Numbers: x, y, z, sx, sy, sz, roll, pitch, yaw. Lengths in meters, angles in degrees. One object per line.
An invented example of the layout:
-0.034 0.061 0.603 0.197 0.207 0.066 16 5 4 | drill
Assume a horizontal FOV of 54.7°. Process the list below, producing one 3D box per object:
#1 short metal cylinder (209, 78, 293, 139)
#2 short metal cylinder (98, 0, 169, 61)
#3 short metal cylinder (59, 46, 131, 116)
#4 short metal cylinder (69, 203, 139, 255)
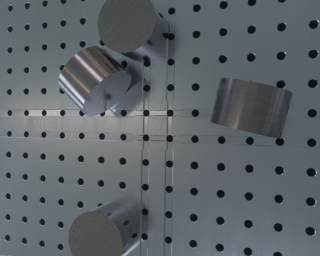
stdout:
0.101 -0.022 0.348 0.080 0.080 0.050 15 95 19 | short metal cylinder
-0.034 -0.134 0.411 0.080 0.050 0.079 0 90 20 | short metal cylinder
-0.085 -0.062 0.413 0.050 0.080 0.080 46 104 14 | short metal cylinder
-0.076 0.148 0.426 0.080 0.050 0.079 0 90 20 | short metal cylinder
